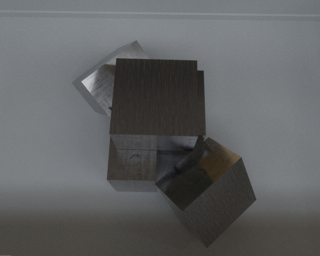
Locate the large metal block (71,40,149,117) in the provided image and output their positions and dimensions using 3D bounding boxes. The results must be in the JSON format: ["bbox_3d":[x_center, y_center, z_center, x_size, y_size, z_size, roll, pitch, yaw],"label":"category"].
[{"bbox_3d":[-0.058,-0.062,0.393,0.080,0.080,0.050,-41,110,-14],"label":"large metal block"}]

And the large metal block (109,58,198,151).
[{"bbox_3d":[-0.004,-0.022,0.317,0.080,0.050,0.080,2,70,0],"label":"large metal block"}]

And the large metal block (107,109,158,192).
[{"bbox_3d":[-0.029,0.030,0.368,0.050,0.080,0.080,1,70,0],"label":"large metal block"}]

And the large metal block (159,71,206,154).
[{"bbox_3d":[0.025,-0.016,0.384,0.050,0.080,0.080,1,70,0],"label":"large metal block"}]

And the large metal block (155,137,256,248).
[{"bbox_3d":[0.053,0.072,0.345,0.080,0.080,0.050,-40,40,-13],"label":"large metal block"}]
